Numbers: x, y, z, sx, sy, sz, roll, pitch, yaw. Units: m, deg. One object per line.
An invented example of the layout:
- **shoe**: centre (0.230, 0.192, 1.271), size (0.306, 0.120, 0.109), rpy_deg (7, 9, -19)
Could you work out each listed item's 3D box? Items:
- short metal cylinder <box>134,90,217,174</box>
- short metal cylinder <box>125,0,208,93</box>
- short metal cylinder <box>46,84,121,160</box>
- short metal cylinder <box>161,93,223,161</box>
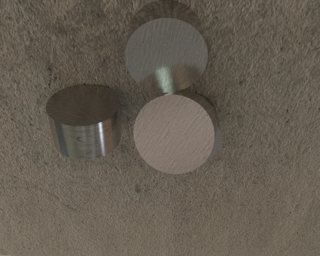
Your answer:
- **short metal cylinder**: centre (0.018, 0.002, 0.326), size (0.080, 0.050, 0.079), rpy_deg (3, 102, 13)
- **short metal cylinder**: centre (0.006, -0.083, 0.320), size (0.081, 0.050, 0.079), rpy_deg (0, 130, 0)
- **short metal cylinder**: centre (-0.087, -0.009, 0.363), size (0.081, 0.080, 0.050), rpy_deg (2, 130, -2)
- **short metal cylinder**: centre (0.035, 0.002, 0.392), size (0.081, 0.050, 0.079), rpy_deg (0, 130, 0)
